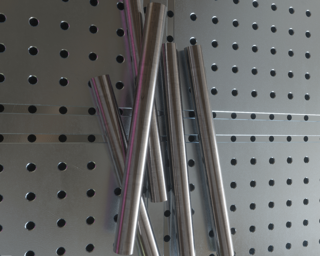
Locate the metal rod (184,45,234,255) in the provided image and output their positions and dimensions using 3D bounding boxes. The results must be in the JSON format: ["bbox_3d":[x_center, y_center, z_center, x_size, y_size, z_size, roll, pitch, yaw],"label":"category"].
[{"bbox_3d":[0.070,0.035,0.438,0.025,0.025,0.298,-11,94,-20],"label":"metal rod"}]

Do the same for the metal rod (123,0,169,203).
[{"bbox_3d":[-0.020,-0.053,0.404,0.025,0.025,0.298,-9,93,-20],"label":"metal rod"}]

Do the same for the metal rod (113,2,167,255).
[{"bbox_3d":[-0.024,-0.001,0.375,0.025,0.025,0.299,9,87,-20],"label":"metal rod"}]

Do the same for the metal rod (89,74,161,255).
[{"bbox_3d":[-0.036,0.080,0.399,0.025,0.025,0.299,-17,96,-19],"label":"metal rod"}]

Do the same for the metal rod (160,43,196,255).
[{"bbox_3d":[0.024,0.037,0.421,0.025,0.025,0.298,-6,92,-20],"label":"metal rod"}]
